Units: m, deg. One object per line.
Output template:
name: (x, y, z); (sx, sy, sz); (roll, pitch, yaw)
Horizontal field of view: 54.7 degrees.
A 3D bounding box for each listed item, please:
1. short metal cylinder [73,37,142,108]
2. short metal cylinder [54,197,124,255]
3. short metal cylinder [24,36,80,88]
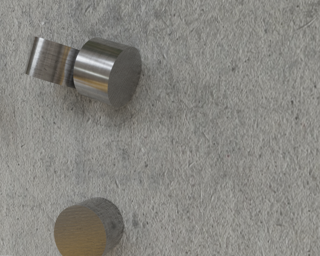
short metal cylinder: (-0.066, -0.072, 0.403); (0.050, 0.080, 0.080); (20, 97, 19)
short metal cylinder: (-0.098, 0.141, 0.430); (0.080, 0.050, 0.080); (0, 90, 20)
short metal cylinder: (-0.139, -0.089, 0.429); (0.080, 0.080, 0.050); (19, 97, 19)
